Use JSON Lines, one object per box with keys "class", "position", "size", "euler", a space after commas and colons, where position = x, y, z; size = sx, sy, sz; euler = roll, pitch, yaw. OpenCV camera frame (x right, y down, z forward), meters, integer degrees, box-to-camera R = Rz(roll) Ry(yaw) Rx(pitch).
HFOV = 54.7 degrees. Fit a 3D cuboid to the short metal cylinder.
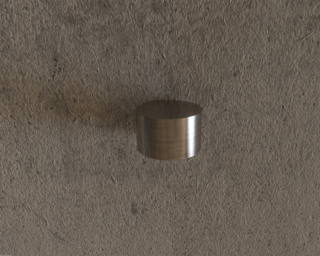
{"class": "short metal cylinder", "position": [0.011, 0.000, 0.382], "size": [0.081, 0.080, 0.050], "euler": [-1, 110, 0]}
